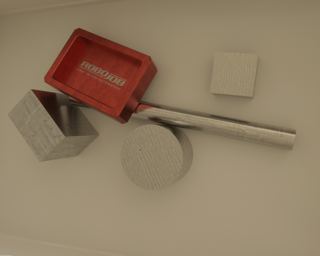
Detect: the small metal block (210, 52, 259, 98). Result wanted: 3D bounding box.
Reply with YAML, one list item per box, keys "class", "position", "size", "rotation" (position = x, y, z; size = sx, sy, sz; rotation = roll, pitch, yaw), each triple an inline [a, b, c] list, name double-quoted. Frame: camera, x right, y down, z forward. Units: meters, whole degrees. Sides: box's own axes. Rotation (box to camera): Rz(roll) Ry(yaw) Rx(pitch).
- class: "small metal block"
  position: [0.091, -0.064, 0.378]
  size: [0.050, 0.025, 0.050]
  rotation: [8, 93, 19]

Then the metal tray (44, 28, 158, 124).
- class: "metal tray"
  position: [-0.081, -0.072, 0.417]
  size: [0.130, 0.030, 0.090]
  rotation: [27, 82, 21]

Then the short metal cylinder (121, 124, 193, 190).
- class: "short metal cylinder"
  position: [-0.003, 0.035, 0.397]
  size: [0.080, 0.050, 0.079]
  rotation: [0, 90, 19]

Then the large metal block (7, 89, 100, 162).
- class: "large metal block"
  position: [-0.145, -0.004, 0.431]
  size: [0.050, 0.080, 0.080]
  rotation: [-42, 77, 15]

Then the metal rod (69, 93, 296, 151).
- class: "metal rod"
  position: [0.014, -0.016, 0.404]
  size: [0.301, 0.025, 0.025]
  rotation: [12, 94, 19]
